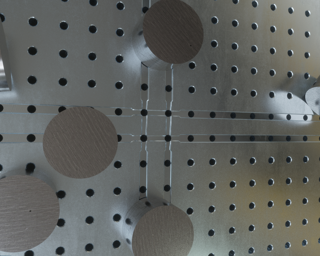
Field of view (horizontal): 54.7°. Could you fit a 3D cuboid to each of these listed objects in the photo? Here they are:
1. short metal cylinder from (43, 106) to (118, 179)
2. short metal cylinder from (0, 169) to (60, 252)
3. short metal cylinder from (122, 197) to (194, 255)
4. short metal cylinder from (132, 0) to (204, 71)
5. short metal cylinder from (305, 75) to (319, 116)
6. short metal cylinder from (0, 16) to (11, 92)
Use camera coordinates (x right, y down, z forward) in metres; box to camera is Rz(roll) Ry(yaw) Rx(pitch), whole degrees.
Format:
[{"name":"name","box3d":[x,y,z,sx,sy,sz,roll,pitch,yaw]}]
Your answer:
[{"name":"short metal cylinder","box3d":[-0.095,0.016,0.364,0.081,0.050,0.079,0,90,-20]},{"name":"short metal cylinder","box3d":[-0.154,0.088,0.342,0.081,0.050,0.079,0,90,-20]},{"name":"short metal cylinder","box3d":[-0.004,0.134,0.398,0.081,0.050,0.079,0,90,-20]},{"name":"short metal cylinder","box3d":[0.009,-0.118,0.402,0.081,0.050,0.079,0,90,-20]},{"name":"short metal cylinder","box3d":[0.281,-0.053,0.487,0.080,0.080,0.050,45,76,-15]},{"name":"short metal cylinder","box3d":[-0.185,-0.075,0.315,0.050,0.080,0.079,-8,93,-20]}]
